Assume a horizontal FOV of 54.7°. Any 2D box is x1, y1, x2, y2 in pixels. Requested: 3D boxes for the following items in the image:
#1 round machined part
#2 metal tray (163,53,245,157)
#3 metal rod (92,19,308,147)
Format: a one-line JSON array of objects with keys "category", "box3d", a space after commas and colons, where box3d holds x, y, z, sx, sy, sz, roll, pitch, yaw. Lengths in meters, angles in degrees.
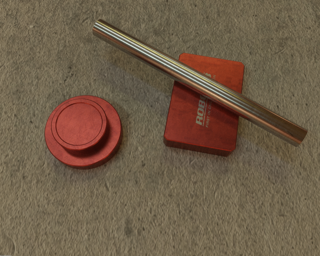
[{"category": "round machined part", "box3d": [-0.099, 0.001, 0.397, 0.099, 0.042, 0.098, 0, 70, -1]}, {"category": "metal tray", "box3d": [0.060, -0.033, 0.418, 0.091, 0.030, 0.130, 10, 70, 3]}, {"category": "metal rod", "box3d": [0.043, -0.063, 0.399, 0.301, 0.025, 0.025, 31, 73, 10]}]
